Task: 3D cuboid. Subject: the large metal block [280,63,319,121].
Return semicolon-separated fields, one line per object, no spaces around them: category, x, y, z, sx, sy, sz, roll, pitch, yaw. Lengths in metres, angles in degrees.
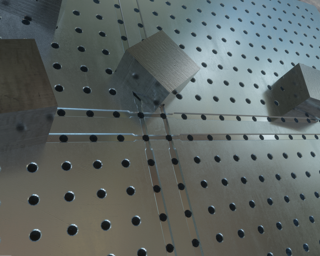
large metal block;0.286;-0.068;0.591;0.081;0.050;0.080;13;56;-22

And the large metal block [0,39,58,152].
large metal block;-0.147;-0.032;0.314;0.050;0.080;0.080;-12;68;-34

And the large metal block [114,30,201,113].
large metal block;-0.003;-0.082;0.442;0.080;0.050;0.080;45;51;3

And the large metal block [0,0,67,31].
large metal block;-0.162;-0.186;0.400;0.081;0.080;0.050;19;54;-18
